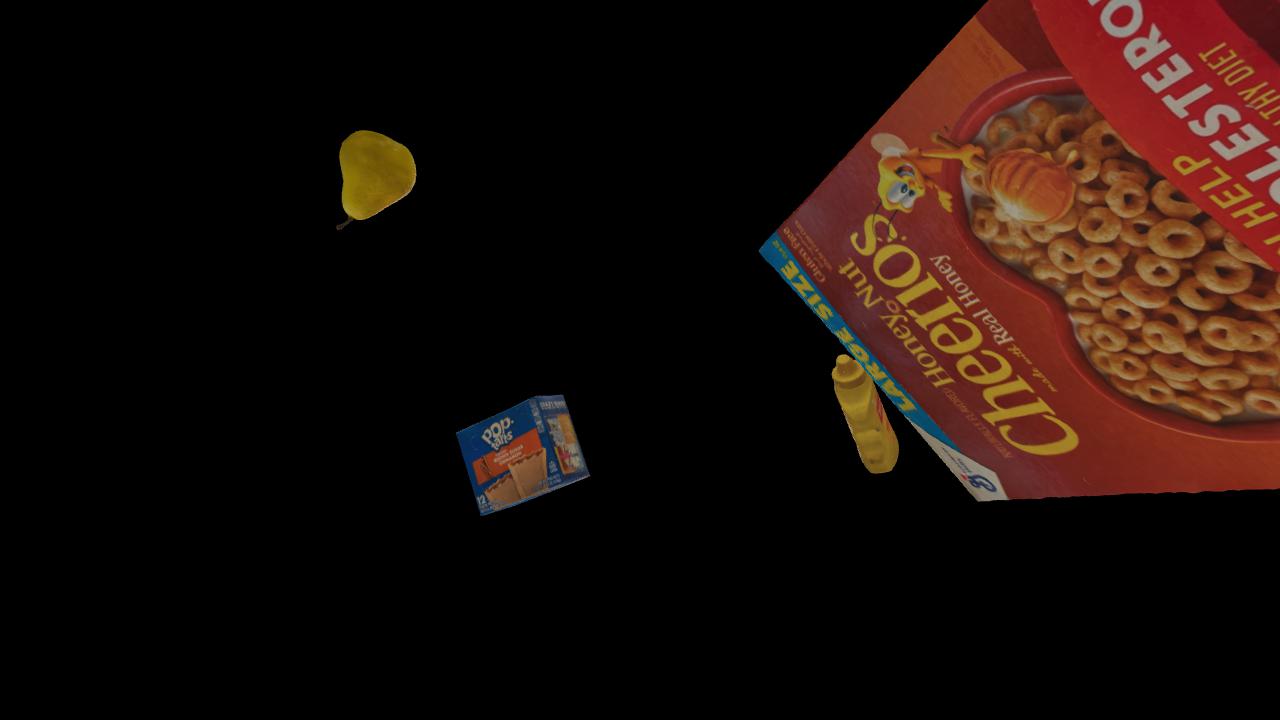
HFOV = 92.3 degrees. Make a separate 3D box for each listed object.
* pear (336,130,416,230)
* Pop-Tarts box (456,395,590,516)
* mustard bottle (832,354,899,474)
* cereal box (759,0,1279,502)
[{"bbox_3d":[-0.291,-0.187,0.668,0.080,0.111,0.080,17,1,0],"label":"pear"},{"bbox_3d":[-0.187,0.150,0.977,0.167,0.141,0.083,-24,-12,22],"label":"Pop-Tarts box"},{"bbox_3d":[0.300,0.064,0.831,0.054,0.184,0.092,-10,37,32],"label":"mustard bottle"},{"bbox_3d":[0.189,-0.047,0.238,0.081,0.203,0.306,-38,-4,-19],"label":"cereal box"}]
